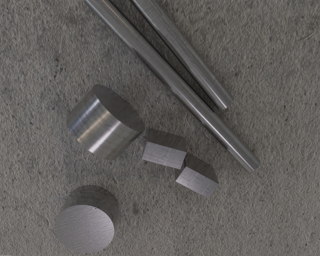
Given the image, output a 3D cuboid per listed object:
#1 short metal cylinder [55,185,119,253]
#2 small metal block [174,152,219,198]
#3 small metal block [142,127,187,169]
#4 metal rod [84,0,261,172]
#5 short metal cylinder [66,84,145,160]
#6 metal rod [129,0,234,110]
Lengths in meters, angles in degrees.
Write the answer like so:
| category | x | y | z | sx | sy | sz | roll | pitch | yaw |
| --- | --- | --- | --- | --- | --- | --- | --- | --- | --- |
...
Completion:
| category | x | y | z | sx | sy | sz | roll | pitch | yaw |
| --- | --- | --- | --- | --- | --- | --- | --- | --- | --- |
| short metal cylinder | -0.102 | 0.129 | 0.443 | 0.081 | 0.050 | 0.079 | 0 | 110 | 0 |
| small metal block | 0.048 | 0.061 | 0.419 | 0.050 | 0.050 | 0.025 | 29 | 107 | -11 |
| small metal block | 0.005 | 0.026 | 0.406 | 0.050 | 0.050 | 0.025 | 16 | 109 | -6 |
| metal rod | 0.025 | -0.050 | 0.391 | 0.025 | 0.025 | 0.300 | -42 | 105 | 14 |
| short metal cylinder | -0.065 | -0.007 | 0.377 | 0.080 | 0.080 | 0.050 | 41 | 105 | -14 |
| metal rod | -0.012 | -0.138 | 0.358 | 0.025 | 0.025 | 0.300 | -39 | 106 | 13 |
